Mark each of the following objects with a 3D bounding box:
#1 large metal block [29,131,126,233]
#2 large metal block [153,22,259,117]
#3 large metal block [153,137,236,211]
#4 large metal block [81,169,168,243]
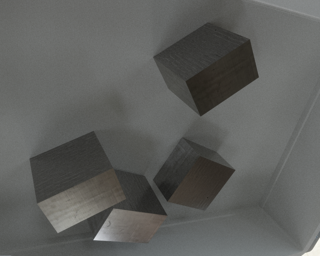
[{"bbox_3d":[-0.096,0.058,0.357,0.080,0.080,0.050,-25,127,-13],"label":"large metal block"},{"bbox_3d":[0.051,-0.070,0.357,0.080,0.080,0.050,-34,129,-6],"label":"large metal block"},{"bbox_3d":[0.051,0.070,0.464,0.080,0.050,0.080,24,106,-37],"label":"large metal block"},{"bbox_3d":[-0.050,0.100,0.406,0.080,0.080,0.050,19,111,-36],"label":"large metal block"}]
